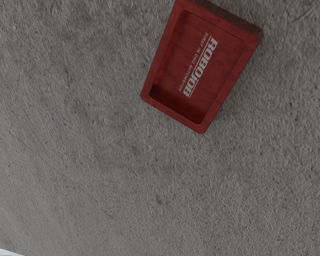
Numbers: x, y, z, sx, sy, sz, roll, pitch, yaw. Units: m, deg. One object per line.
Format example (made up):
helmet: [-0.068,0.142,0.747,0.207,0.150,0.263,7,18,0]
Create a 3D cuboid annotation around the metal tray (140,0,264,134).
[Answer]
metal tray: [0.040,-0.066,0.342,0.090,0.030,0.129,31,129,8]
